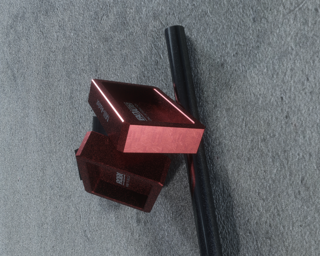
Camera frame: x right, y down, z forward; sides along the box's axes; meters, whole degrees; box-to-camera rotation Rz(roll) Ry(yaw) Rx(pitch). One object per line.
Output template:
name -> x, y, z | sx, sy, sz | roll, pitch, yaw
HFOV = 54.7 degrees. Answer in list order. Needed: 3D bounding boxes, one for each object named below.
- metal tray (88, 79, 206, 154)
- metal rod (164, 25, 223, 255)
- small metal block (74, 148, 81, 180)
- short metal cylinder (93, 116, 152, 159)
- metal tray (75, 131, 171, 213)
metal tray -> -0.021, -0.017, 0.348 | 0.130, 0.091, 0.030 | 47, 127, 53
metal rod -> 0.040, 0.023, 0.370 | 0.025, 0.025, 0.298 | -14, 81, 39
small metal block -> -0.106, 0.052, 0.489 | 0.050, 0.025, 0.050 | -23, 76, 37
short metal cylinder -> -0.048, 0.011, 0.407 | 0.080, 0.081, 0.050 | 6, 94, 39
metal tray -> -0.043, 0.057, 0.360 | 0.090, 0.129, 0.030 | 19, 62, 1
